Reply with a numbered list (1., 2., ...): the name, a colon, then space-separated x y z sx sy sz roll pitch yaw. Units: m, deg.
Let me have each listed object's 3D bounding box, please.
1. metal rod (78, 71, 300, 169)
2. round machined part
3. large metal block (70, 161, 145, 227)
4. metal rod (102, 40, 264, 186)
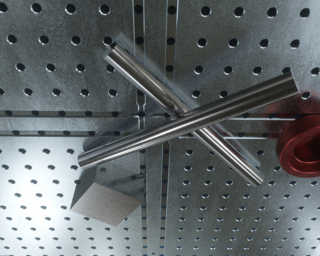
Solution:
1. metal rod: 0.013 0.001 0.381 0.300 0.025 0.025 -21 128 28
2. round machined part: 0.207 0.020 0.421 0.099 0.042 0.097 -1 130 0
3. large metal block: -0.080 0.100 0.480 0.080 0.050 0.080 28 125 -22
4. metal rod: 0.048 -0.003 0.409 0.025 0.025 0.301 -36 122 26
